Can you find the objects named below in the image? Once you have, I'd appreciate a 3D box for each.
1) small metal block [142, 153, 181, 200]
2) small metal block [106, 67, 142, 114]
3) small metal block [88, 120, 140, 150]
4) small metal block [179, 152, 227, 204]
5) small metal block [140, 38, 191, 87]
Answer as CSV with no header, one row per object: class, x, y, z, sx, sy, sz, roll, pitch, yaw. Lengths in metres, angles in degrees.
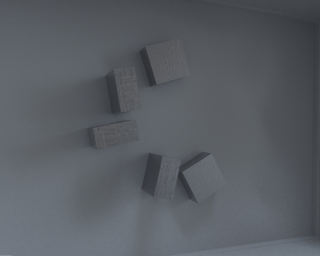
small metal block,0.001,0.061,0.399,0.025,0.050,0.050,14,86,-20
small metal block,-0.046,-0.045,0.381,0.025,0.050,0.050,-10,94,-20
small metal block,-0.058,0.007,0.377,0.050,0.050,0.025,-12,95,-20
small metal block,0.057,0.068,0.433,0.050,0.025,0.050,-30,100,-18
small metal block,0.007,-0.087,0.414,0.050,0.025,0.050,-19,97,-19
